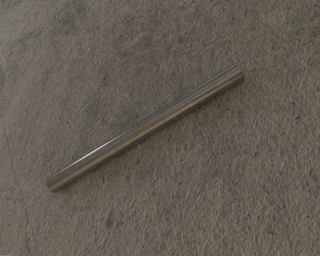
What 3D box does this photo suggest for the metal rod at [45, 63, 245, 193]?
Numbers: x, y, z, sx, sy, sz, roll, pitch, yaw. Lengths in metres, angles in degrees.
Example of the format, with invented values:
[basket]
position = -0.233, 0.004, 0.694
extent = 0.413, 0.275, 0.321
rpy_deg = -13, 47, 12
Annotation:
[metal rod]
position = -0.025, 0.004, 0.417
extent = 0.300, 0.025, 0.025
rpy_deg = -31, 52, 8
